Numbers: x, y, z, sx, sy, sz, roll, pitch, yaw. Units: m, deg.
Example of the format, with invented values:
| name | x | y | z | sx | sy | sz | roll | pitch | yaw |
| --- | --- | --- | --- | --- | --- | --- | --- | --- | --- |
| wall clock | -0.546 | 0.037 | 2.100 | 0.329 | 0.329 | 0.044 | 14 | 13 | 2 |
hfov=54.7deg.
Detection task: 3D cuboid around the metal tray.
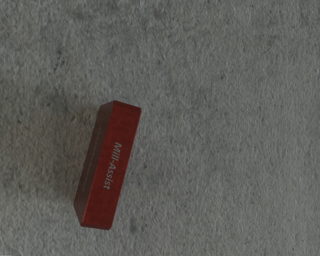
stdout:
| name | x | y | z | sx | sy | sz | roll | pitch | yaw |
| --- | --- | --- | --- | --- | --- | --- | --- | --- | --- |
| metal tray | -0.063 | 0.037 | 0.351 | 0.030 | 0.090 | 0.129 | 16 | 85 | -20 |
